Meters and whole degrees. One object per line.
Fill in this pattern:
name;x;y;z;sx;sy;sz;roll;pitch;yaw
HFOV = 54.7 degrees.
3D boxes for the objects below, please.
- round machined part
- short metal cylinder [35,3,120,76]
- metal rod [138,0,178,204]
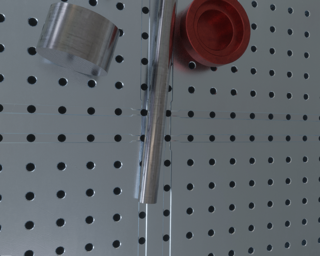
round machined part;0.072;-0.133;0.430;0.099;0.042;0.097;0;90;-20
short metal cylinder;-0.091;-0.097;0.350;0.081;0.080;0.050;18;84;-19
metal rod;-0.001;-0.051;0.412;0.025;0.025;0.298;7;88;-20
